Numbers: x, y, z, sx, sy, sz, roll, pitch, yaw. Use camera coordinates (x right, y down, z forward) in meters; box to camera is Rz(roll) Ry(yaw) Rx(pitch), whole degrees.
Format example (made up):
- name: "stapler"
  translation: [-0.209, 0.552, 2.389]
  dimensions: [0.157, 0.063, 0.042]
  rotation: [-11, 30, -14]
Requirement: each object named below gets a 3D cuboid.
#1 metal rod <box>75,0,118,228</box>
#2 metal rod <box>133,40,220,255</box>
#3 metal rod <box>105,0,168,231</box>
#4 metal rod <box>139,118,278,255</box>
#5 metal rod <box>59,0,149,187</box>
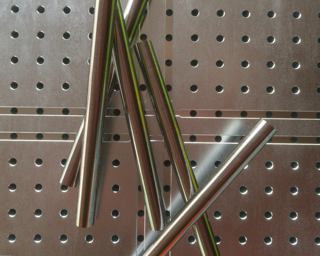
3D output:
- name: "metal rod"
  translation: [-0.080, -0.018, 0.382]
  dimensions: [0.025, 0.025, 0.298]
  rotation: [8, 102, -1]
- name: "metal rod"
  translation: [0.023, 0.030, 0.413]
  dimensions: [0.025, 0.025, 0.298]
  rotation: [-18, 90, 0]
- name: "metal rod"
  translation: [-0.031, -0.013, 0.397]
  dimensions: [0.025, 0.025, 0.298]
  rotation: [-12, 96, 0]
- name: "metal rod"
  translation: [0.035, 0.110, 0.389]
  dimensions: [0.025, 0.025, 0.299]
  rotation: [39, 99, -1]
- name: "metal rod"
  translation: [-0.069, -0.066, 0.412]
  dimensions: [0.025, 0.025, 0.299]
  rotation: [21, 90, -1]
